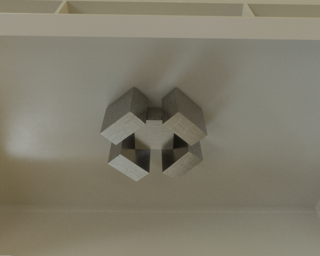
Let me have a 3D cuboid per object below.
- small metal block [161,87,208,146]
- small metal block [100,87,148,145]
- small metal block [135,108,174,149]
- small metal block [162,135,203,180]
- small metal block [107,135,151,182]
[{"bbox_3d":[0.029,-0.014,0.378,0.025,0.050,0.050,-38,122,26],"label":"small metal block"},{"bbox_3d":[-0.043,-0.015,0.377,0.050,0.050,0.025,-34,122,26],"label":"small metal block"},{"bbox_3d":[-0.007,0.001,0.407,0.050,0.025,0.050,0,130,-1],"label":"small metal block"},{"bbox_3d":[0.028,0.034,0.418,0.025,0.050,0.050,33,122,-26],"label":"small metal block"},{"bbox_3d":[-0.040,0.036,0.421,0.025,0.050,0.050,-37,121,28],"label":"small metal block"}]
